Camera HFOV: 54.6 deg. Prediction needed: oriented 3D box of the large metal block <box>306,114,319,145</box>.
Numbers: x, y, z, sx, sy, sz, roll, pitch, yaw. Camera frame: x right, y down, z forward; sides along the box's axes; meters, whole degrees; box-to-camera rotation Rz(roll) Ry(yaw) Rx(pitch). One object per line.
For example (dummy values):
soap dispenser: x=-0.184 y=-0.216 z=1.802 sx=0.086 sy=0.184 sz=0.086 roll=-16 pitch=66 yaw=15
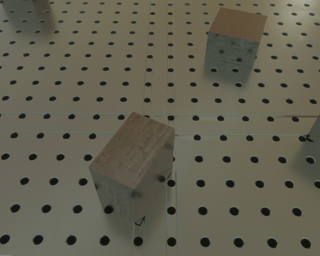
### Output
large metal block: x=0.242 y=-0.006 z=0.378 sx=0.080 sy=0.080 sz=0.050 roll=36 pitch=59 yaw=26

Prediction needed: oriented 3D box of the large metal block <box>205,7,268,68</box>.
large metal block: x=0.128 y=-0.154 z=0.521 sx=0.080 sy=0.050 sz=0.080 roll=16 pitch=52 yaw=13

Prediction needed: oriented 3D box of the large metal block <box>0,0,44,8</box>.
large metal block: x=-0.284 y=-0.296 z=0.620 sx=0.080 sy=0.080 sz=0.050 roll=14 pitch=52 yaw=11

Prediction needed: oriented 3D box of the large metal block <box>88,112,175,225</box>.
large metal block: x=-0.026 y=0.044 z=0.335 sx=0.050 sy=0.080 sz=0.080 roll=22 pitch=54 yaw=17
